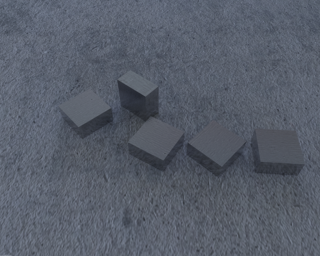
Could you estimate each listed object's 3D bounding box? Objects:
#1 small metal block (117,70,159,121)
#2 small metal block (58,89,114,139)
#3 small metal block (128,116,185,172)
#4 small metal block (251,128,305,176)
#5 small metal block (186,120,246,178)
[{"bbox_3d":[-0.029,-0.043,0.423,0.050,0.050,0.025,33,58,24],"label":"small metal block"},{"bbox_3d":[-0.100,-0.020,0.419,0.050,0.025,0.050,-34,58,-26],"label":"small metal block"},{"bbox_3d":[-0.004,0.019,0.387,0.050,0.025,0.050,26,54,20],"label":"small metal block"},{"bbox_3d":[0.142,0.029,0.380,0.050,0.025,0.050,3,50,2],"label":"small metal block"},{"bbox_3d":[0.069,0.025,0.383,0.050,0.025,0.050,36,58,26],"label":"small metal block"}]
